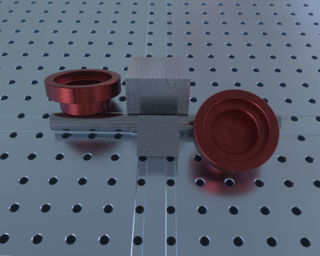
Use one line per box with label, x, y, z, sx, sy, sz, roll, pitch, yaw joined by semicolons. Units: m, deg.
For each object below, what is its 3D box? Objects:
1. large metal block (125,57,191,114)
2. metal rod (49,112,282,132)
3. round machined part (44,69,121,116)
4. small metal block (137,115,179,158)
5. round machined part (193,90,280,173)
large metal block;-0.002;-0.061;0.427;0.081;0.050;0.080;1;32;0
metal rod;0.007;-0.008;0.415;0.302;0.025;0.025;0;50;0
round machined part;-0.102;-0.048;0.420;0.099;0.042;0.098;0;24;0
small metal block;-0.002;0.012;0.385;0.050;0.025;0.050;1;79;0
round machined part;0.089;0.006;0.376;0.099;0.042;0.098;0;75;0
